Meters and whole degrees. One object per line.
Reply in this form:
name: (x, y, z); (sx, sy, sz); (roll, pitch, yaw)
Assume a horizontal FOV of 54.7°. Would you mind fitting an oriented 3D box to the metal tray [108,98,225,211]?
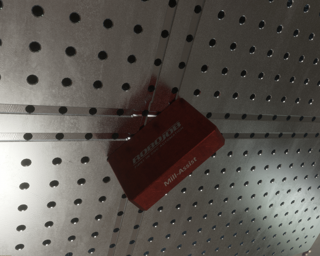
metal tray: (0.004, 0.029, 0.390); (0.130, 0.090, 0.030); (-40, 130, -1)
